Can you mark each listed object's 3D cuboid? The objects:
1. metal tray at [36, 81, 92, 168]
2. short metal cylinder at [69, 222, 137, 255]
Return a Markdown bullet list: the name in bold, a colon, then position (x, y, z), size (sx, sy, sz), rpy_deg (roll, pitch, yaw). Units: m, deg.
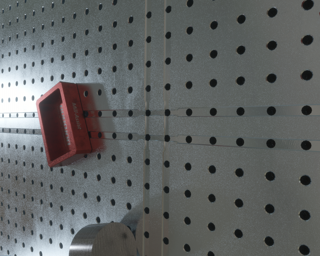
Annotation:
- **metal tray**: position (-0.172, -0.005, 0.544), size (0.090, 0.030, 0.129), rpy_deg (-26, 74, 36)
- **short metal cylinder**: position (-0.079, 0.176, 0.436), size (0.050, 0.081, 0.080), rpy_deg (-18, 79, 38)
